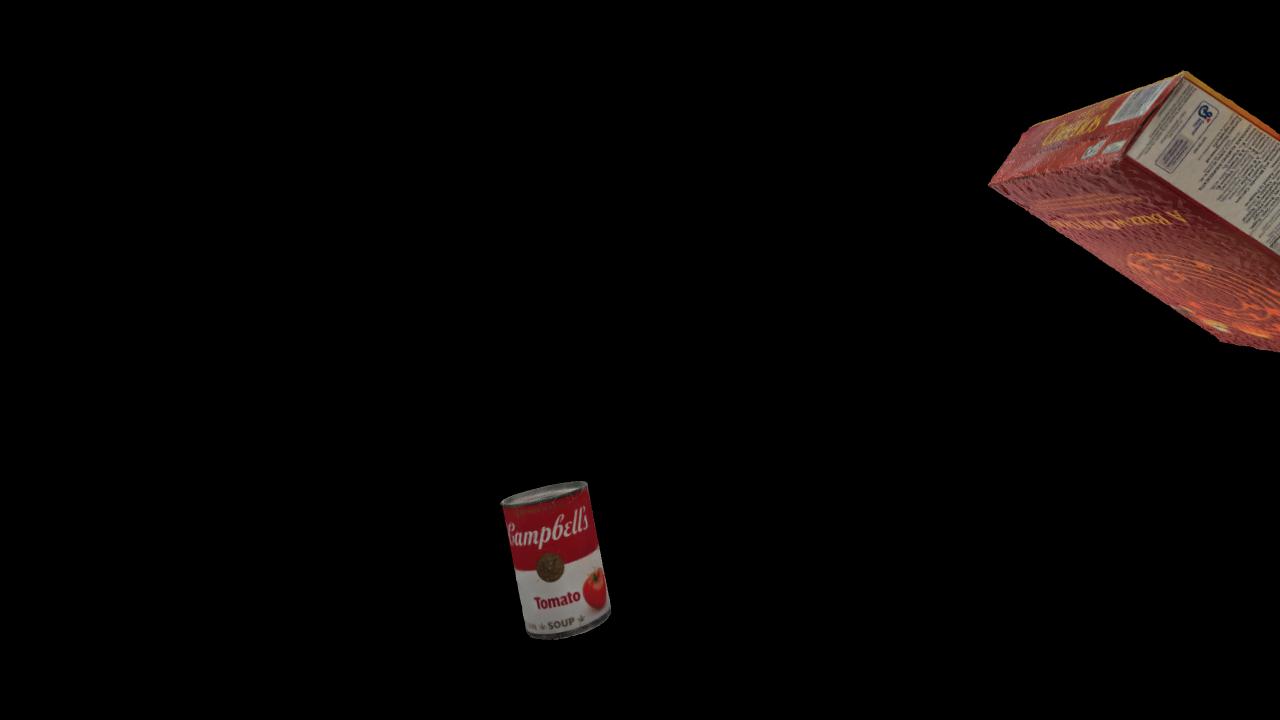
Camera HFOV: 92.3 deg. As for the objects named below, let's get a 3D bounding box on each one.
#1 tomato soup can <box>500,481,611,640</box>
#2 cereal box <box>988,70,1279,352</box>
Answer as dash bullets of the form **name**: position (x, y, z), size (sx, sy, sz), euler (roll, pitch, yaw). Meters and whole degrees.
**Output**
- **tomato soup can**: position (-0.064, 0.150, 0.469), size (0.068, 0.101, 0.068), euler (-11, -2, 0)
- **cereal box**: position (0.491, -0.108, 0.529), size (0.306, 0.081, 0.203), euler (32, 11, -1)
